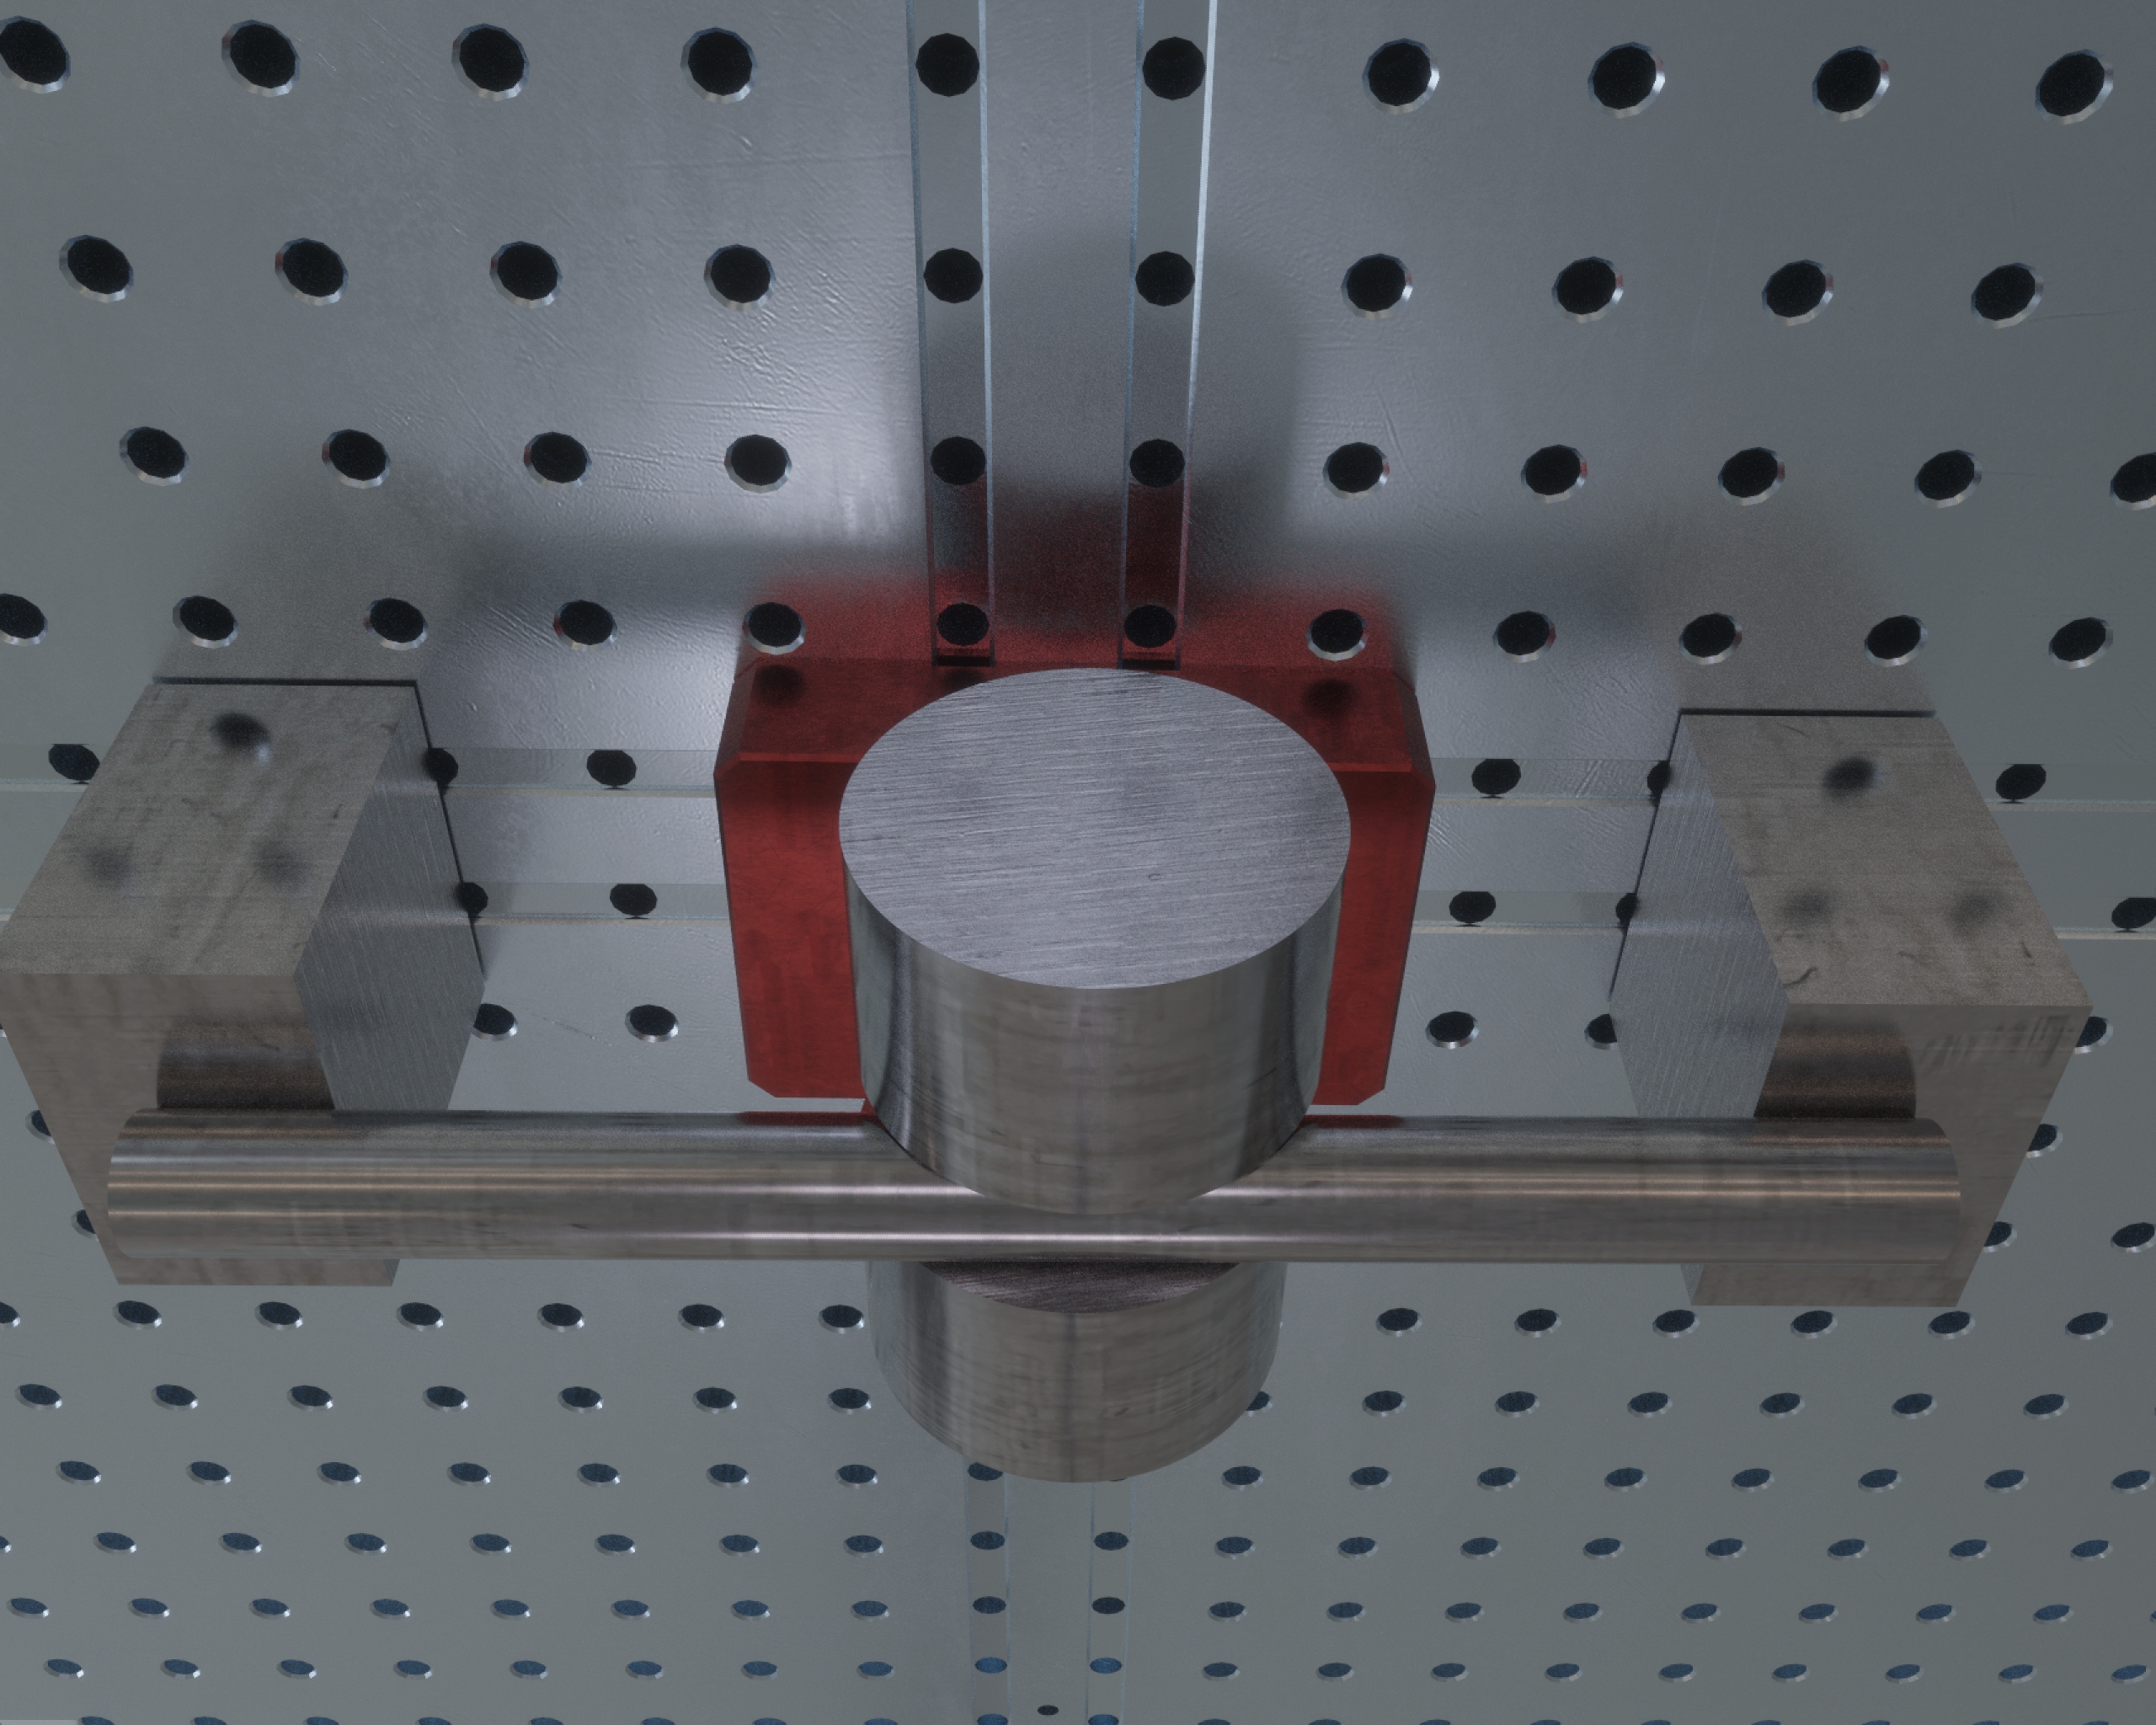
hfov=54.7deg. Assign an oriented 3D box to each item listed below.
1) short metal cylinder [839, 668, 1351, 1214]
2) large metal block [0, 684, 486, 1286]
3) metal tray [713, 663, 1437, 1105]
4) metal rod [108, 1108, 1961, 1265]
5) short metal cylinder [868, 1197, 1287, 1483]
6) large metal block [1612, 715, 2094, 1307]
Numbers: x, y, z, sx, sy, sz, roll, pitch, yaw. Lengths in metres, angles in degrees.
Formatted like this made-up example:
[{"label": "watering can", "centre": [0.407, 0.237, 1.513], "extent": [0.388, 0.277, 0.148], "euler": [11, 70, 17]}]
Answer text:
[{"label": "short metal cylinder", "centre": [0.002, 0.011, 0.346], "extent": [0.081, 0.080, 0.050], "euler": [1, 130, -1]}, {"label": "large metal block", "centre": [-0.152, 0.022, 0.391], "extent": [0.050, 0.080, 0.079], "euler": [1, 130, -1]}, {"label": "metal tray", "centre": [-0.001, 0.006, 0.413], "extent": [0.131, 0.030, 0.089], "euler": [1, 130, -1]}, {"label": "metal rod", "centre": [-0.006, 0.055, 0.352], "extent": [0.302, 0.025, 0.025], "euler": [0, 130, -1]}, {"label": "short metal cylinder", "centre": [0.000, 0.068, 0.394], "extent": [0.081, 0.080, 0.050], "euler": [1, 130, -1]}, {"label": "large metal block", "centre": [0.141, 0.028, 0.399], "extent": [0.050, 0.080, 0.079], "euler": [1, 130, -1]}]
